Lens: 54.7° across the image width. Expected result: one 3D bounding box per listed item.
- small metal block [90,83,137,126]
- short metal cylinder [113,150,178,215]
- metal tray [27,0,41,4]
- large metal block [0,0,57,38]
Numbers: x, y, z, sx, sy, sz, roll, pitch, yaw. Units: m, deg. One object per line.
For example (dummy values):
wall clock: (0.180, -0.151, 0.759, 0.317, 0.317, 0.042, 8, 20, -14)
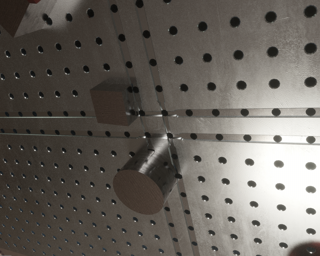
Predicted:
small metal block: (-0.063, -0.032, 0.423, 0.050, 0.025, 0.050, 6, 121, 24)
short metal cylinder: (-0.021, 0.079, 0.454, 0.080, 0.050, 0.079, 13, 124, 20)
metal tray: (-0.147, -0.209, 0.320, 0.090, 0.030, 0.130, -43, 96, -4)
large metal block: (-0.176, -0.173, 0.379, 0.080, 0.050, 0.080, 47, 129, -5)
